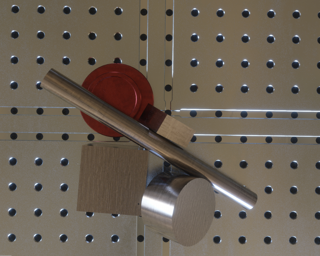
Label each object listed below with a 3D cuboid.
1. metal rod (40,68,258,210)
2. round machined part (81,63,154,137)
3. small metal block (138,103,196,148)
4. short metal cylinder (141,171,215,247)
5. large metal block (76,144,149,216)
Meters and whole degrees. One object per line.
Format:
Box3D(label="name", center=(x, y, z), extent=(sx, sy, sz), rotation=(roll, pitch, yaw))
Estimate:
Box3D(label="metal rod", center=(-0.003, 0.021, 0.381), extent=(0.301, 0.025, 0.025), rotation=(32, 90, -13))
Box3D(label="round machined part", center=(-0.057, -0.036, 0.404), extent=(0.099, 0.042, 0.097), rotation=(0, 90, -1))
Box3D(label="small metal block", center=(0.009, -0.003, 0.391), extent=(0.050, 0.050, 0.025), rotation=(28, 94, -35))
Box3D(label="short metal cylinder", center=(0.024, 0.097, 0.380), extent=(0.081, 0.050, 0.079), rotation=(-5, 97, -45))
Box3D(label="large metal block", center=(-0.057, 0.063, 0.398), extent=(0.081, 0.050, 0.079), rotation=(5, 90, -1))
